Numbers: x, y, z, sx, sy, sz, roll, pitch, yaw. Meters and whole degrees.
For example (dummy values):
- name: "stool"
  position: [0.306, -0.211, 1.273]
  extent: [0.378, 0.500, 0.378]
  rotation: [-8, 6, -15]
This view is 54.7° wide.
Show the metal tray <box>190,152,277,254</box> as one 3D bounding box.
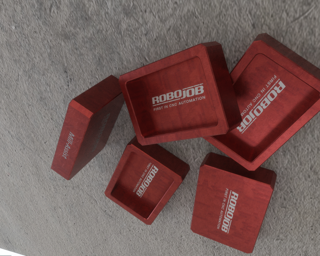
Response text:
- name: "metal tray"
  position: [0.094, 0.103, 0.418]
  extent: [0.090, 0.030, 0.129]
  rotation: [16, 125, 19]

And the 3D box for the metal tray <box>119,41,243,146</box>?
- name: "metal tray"
  position: [0.017, -0.033, 0.346]
  extent: [0.130, 0.030, 0.090]
  rotation: [-11, 99, 43]

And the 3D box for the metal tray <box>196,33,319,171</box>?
- name: "metal tray"
  position: [0.104, -0.022, 0.334]
  extent: [0.090, 0.030, 0.129]
  rotation: [36, 129, 4]

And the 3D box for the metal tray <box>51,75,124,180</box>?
- name: "metal tray"
  position: [-0.094, 0.001, 0.414]
  extent: [0.030, 0.090, 0.129]
  rotation: [34, 129, 6]

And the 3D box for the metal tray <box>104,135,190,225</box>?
- name: "metal tray"
  position: [-0.024, 0.081, 0.465]
  extent: [0.090, 0.030, 0.129]
  rotation: [33, 129, 6]
